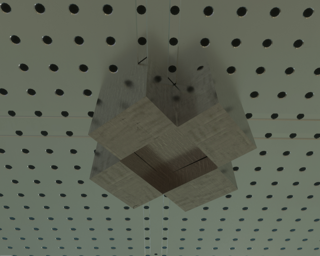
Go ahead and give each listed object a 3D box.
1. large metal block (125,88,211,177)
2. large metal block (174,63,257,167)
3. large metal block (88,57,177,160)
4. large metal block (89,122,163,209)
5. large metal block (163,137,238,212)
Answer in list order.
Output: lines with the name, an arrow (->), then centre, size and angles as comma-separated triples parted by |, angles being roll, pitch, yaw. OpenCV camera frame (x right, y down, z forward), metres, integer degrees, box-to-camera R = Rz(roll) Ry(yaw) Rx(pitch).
large metal block -> 0.012, 0.007, 0.400 | 0.080, 0.050, 0.080 | -30, 123, 25
large metal block -> 0.063, -0.015, 0.363 | 0.050, 0.080, 0.080 | -32, 124, 23
large metal block -> -0.029, -0.023, 0.356 | 0.080, 0.080, 0.050 | -31, 124, 24
large metal block -> -0.041, 0.047, 0.415 | 0.050, 0.080, 0.080 | -32, 124, 24
large metal block -> 0.051, 0.055, 0.424 | 0.080, 0.080, 0.050 | -30, 124, 23
